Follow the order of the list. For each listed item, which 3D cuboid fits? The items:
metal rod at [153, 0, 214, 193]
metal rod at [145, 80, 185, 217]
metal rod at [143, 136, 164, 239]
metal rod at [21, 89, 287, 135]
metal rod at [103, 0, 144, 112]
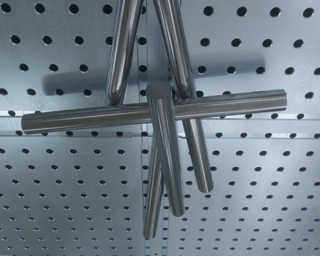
[{"bbox_3d":[0.039,-0.018,0.396,0.025,0.025,0.299,-10,130,8],"label":"metal rod"},{"bbox_3d":[0.015,0.052,0.413,0.025,0.025,0.299,-5,143,4],"label":"metal rod"},{"bbox_3d":[-0.005,0.082,0.481,0.025,0.025,0.298,4,130,-4],"label":"metal rod"},{"bbox_3d":[-0.010,-0.018,0.361,0.301,0.025,0.025,-5,130,4],"label":"metal rod"},{"bbox_3d":[-0.027,-0.131,0.299,0.025,0.025,0.298,10,130,-9],"label":"metal rod"}]
